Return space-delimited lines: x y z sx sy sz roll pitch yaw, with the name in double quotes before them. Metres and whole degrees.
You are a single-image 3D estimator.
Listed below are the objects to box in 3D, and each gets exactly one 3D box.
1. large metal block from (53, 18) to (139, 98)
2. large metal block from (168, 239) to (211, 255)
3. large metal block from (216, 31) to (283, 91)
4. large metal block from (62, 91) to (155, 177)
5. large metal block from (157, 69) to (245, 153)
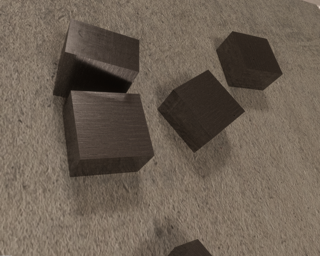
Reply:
"large metal block" -0.077 -0.073 0.372 0.081 0.080 0.050 12 57 -22
"large metal block" 0.028 0.171 0.300 0.080 0.050 0.081 49 51 6
"large metal block" 0.156 -0.116 0.545 0.081 0.050 0.080 2 61 -28
"large metal block" -0.061 0.006 0.352 0.081 0.050 0.080 0 62 -29
"large metal block" 0.058 -0.025 0.436 0.081 0.050 0.080 -34 81 -38
